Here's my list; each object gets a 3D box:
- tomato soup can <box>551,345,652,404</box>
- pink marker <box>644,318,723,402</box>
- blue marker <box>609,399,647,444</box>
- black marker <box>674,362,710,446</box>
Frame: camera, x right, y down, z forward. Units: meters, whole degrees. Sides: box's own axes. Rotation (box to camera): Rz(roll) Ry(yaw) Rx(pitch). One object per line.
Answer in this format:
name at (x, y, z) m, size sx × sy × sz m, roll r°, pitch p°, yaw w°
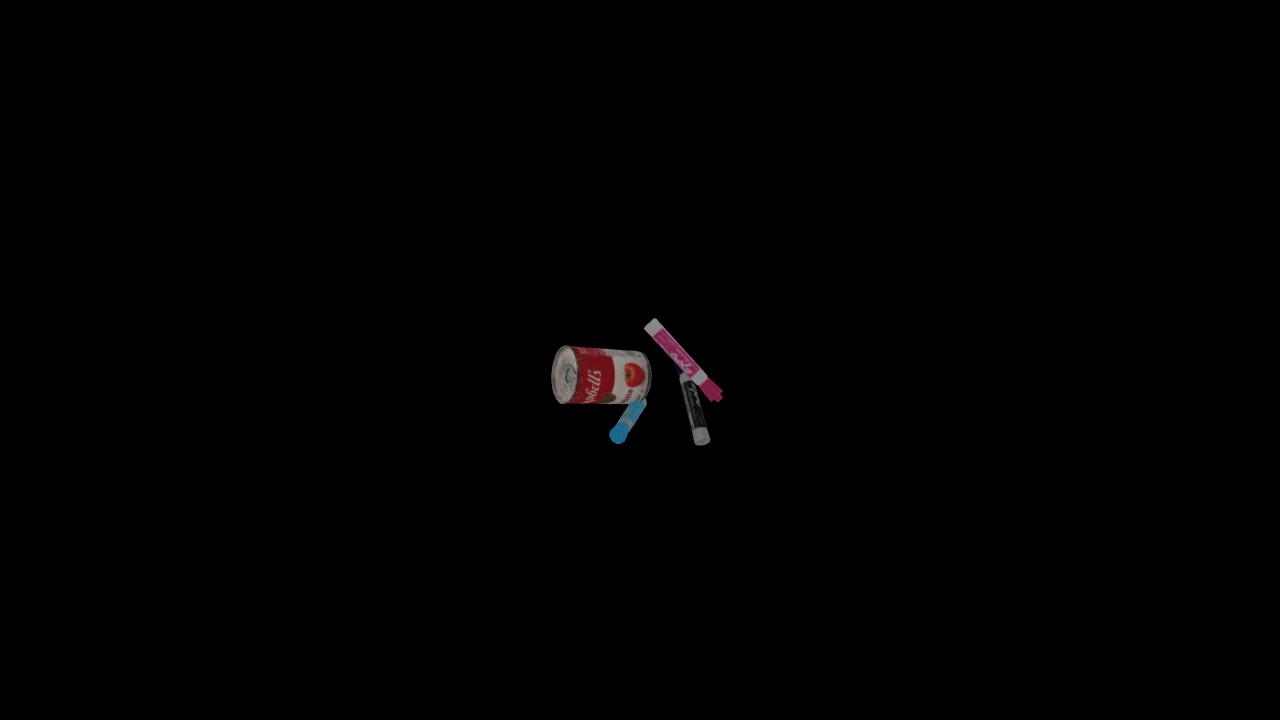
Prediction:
tomato soup can at (-0.045, 0.019, 0.728) m, size 0.101 × 0.068 × 0.068 m, roll 3°, pitch -2°, yaw -33°
pink marker at (0.051, 0.002, 0.710) m, size 0.020 × 0.121 × 0.020 m, roll -42°, pitch -3°, yaw -2°
blue marker at (-0.013, 0.067, 0.703) m, size 0.020 × 0.020 × 0.121 m, roll 0°, pitch 14°, yaw 12°
black marker at (0.062, 0.045, 0.741) m, size 0.020 × 0.121 × 0.020 m, roll -9°, pitch -33°, yaw -6°
